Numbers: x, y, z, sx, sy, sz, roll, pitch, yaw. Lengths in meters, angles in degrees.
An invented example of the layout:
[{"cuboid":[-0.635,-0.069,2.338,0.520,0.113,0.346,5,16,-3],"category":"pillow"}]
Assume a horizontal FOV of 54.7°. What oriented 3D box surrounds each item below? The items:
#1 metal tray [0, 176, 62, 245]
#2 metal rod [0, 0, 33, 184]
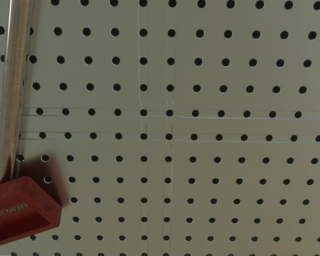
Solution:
[{"cuboid":[-0.220,0.123,0.437,0.130,0.030,0.090,-19,131,7],"category":"metal tray"},{"cuboid":[-0.188,-0.043,0.395,0.025,0.025,0.298,13,110,-5],"category":"metal rod"}]
